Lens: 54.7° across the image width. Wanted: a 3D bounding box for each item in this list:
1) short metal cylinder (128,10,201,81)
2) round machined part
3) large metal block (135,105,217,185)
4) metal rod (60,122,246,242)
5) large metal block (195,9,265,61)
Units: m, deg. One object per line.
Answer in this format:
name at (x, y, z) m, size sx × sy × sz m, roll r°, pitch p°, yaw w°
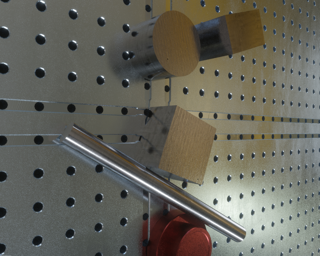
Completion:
short metal cylinder at (0.006, -0.103, 0.398) m, size 0.081 × 0.050 × 0.079 m, roll 0°, pitch 90°, yaw -40°
round machined part at (0.034, 0.166, 0.427) m, size 0.099 × 0.042 × 0.097 m, roll 0°, pitch 90°, yaw -40°
large metal block at (0.022, 0.024, 0.411) m, size 0.080 × 0.050 × 0.080 m, roll 27°, pitch 73°, yaw -37°
metal rod at (0.010, 0.082, 0.396) m, size 0.301 × 0.025 × 0.025 m, roll 36°, pitch 68°, yaw -27°
large metal block at (0.091, -0.132, 0.450) m, size 0.081 × 0.080 × 0.050 m, roll -24°, pitch 106°, yaw -37°
